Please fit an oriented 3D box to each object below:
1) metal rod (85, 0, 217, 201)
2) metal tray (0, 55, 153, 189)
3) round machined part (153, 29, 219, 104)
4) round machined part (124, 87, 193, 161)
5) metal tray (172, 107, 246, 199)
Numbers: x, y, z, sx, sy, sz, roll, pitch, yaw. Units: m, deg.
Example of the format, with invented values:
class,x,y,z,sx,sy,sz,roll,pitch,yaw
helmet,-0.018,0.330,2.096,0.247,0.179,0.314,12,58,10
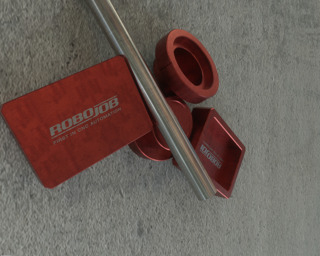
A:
class,x,y,z,sx,sy,sz,roll,pitch,yaw
metal rod,-0.017,-0.051,0.348,0.025,0.025,0.299,-34,98,-35
metal tray,-0.080,-0.010,0.321,0.131,0.030,0.090,-31,107,-27
round machined part,0.030,-0.076,0.405,0.099,0.042,0.098,25,52,-36
round machined part,0.004,-0.006,0.399,0.099,0.042,0.097,0,90,-40
metal tray,0.077,0.039,0.453,0.130,0.030,0.090,42,64,-44
